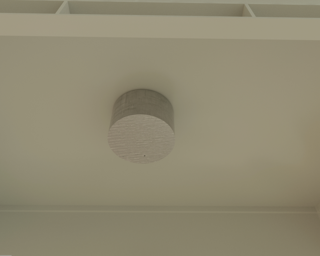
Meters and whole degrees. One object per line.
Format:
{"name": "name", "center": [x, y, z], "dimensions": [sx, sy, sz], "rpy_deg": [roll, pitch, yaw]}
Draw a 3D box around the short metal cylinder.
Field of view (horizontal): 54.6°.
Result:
{"name": "short metal cylinder", "center": [-0.022, -0.001, 0.389], "dimensions": [0.080, 0.050, 0.080], "rpy_deg": [0, 130, 0]}
